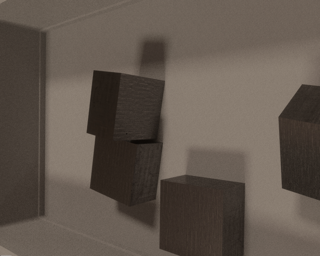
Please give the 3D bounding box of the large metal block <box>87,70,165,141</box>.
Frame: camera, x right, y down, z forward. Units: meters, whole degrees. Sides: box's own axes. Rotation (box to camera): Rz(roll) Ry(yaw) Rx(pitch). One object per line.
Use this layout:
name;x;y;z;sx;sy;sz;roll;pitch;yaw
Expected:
large metal block;-0.043;-0.029;0.405;0.050;0.081;0.079;13;98;39

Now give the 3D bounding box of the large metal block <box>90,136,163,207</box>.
large metal block;-0.047;0.053;0.428;0.080;0.050;0.079;12;98;39

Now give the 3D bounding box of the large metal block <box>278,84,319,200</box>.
large metal block;0.145;0.017;0.246;0.080;0.050;0.080;15;136;39

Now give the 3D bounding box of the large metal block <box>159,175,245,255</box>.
large metal block;0.047;0.100;0.350;0.080;0.050;0.079;2;91;39
